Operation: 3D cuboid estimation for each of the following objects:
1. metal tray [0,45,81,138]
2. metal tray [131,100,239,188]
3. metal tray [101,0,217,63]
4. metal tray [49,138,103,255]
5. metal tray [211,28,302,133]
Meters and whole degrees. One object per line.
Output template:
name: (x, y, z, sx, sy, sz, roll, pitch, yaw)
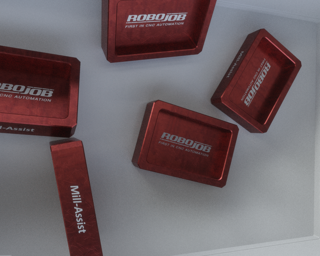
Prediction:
metal tray: (-0.156, -0.041, 0.332, 0.131, 0.030, 0.090, 5, 64, -20)
metal tray: (0.037, 0.023, 0.421, 0.131, 0.030, 0.090, 16, 85, -19)
metal tray: (-0.003, -0.130, 0.376, 0.131, 0.089, 0.030, -10, 52, -20)
metal tray: (-0.094, 0.078, 0.341, 0.030, 0.090, 0.129, -11, 94, -20)
metal tray: (0.145, -0.068, 0.460, 0.090, 0.030, 0.130, 34, 79, -17)
